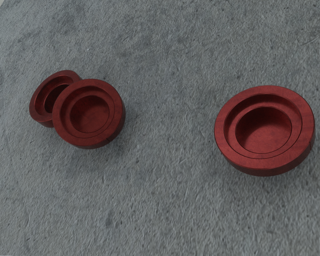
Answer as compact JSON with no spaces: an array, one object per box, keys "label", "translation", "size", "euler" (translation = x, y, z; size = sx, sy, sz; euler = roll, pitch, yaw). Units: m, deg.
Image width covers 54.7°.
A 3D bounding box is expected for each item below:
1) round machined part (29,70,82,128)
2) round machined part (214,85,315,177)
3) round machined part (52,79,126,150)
[{"label":"round machined part","translation":[-0.158,-0.043,0.503],"size":[0.098,0.042,0.098],"euler":[-13,56,21]},{"label":"round machined part","translation":[0.111,0.006,0.331],"size":[0.098,0.042,0.098],"euler":[-13,56,21]},{"label":"round machined part","translation":[-0.097,-0.017,0.440],"size":[0.099,0.042,0.098],"euler":[-2,73,5]}]
